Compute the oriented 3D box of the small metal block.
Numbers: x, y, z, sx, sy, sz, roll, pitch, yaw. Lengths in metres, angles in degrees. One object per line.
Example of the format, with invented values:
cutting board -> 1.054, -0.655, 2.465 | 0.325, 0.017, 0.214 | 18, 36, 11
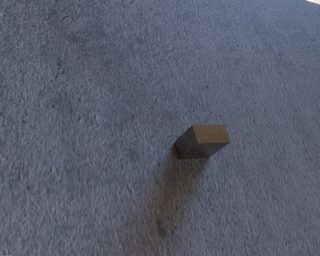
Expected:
small metal block -> 0.054, 0.019, 0.405 | 0.050, 0.050, 0.025 | -1, 62, -28
